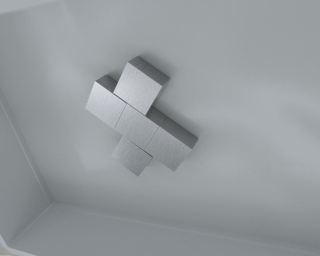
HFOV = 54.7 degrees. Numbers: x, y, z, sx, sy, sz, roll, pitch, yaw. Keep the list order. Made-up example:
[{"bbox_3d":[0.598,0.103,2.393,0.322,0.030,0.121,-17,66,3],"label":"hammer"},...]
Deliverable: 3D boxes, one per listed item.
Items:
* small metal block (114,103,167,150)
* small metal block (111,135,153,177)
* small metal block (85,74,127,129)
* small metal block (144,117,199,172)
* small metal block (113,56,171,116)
[{"bbox_3d":[-0.027,-0.006,0.415,0.050,0.025,0.050,36,129,4],"label":"small metal block"},{"bbox_3d":[-0.036,0.035,0.447,0.050,0.025,0.050,37,130,3],"label":"small metal block"},{"bbox_3d":[-0.068,-0.035,0.420,0.050,0.025,0.050,36,129,4],"label":"small metal block"},{"bbox_3d":[0.014,0.023,0.412,0.050,0.025,0.050,36,129,4],"label":"small metal block"},{"bbox_3d":[-0.023,-0.052,0.386,0.050,0.025,0.050,36,128,4],"label":"small metal block"}]
